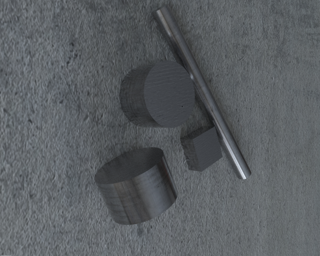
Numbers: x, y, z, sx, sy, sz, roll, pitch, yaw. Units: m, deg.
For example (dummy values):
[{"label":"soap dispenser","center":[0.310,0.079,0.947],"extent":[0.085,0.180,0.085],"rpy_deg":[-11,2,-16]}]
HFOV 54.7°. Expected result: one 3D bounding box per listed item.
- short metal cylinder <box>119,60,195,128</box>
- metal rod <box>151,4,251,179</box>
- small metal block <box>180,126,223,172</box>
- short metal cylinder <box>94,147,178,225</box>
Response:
[{"label":"short metal cylinder","center":[-0.003,-0.040,0.386],"extent":[0.081,0.050,0.080],"rpy_deg":[0,90,-40]},{"label":"metal rod","center":[0.071,-0.039,0.463],"extent":[0.025,0.025,0.299],"rpy_deg":[-46,118,-30]},{"label":"small metal block","center":[0.062,0.030,0.456],"extent":[0.050,0.025,0.050],"rpy_deg":[-27,107,-37]},{"label":"short metal cylinder","center":[-0.026,0.062,0.347],"extent":[0.081,0.080,0.050],"rpy_deg":[-32,110,-35]}]
